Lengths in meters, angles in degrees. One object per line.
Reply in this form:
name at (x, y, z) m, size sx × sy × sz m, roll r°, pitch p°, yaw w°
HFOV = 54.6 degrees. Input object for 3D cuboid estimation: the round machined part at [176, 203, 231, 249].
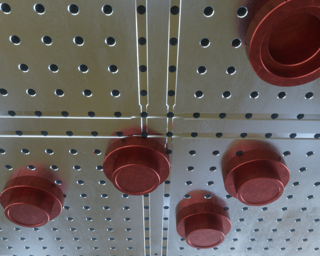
round machined part at (0.078, 0.180, 0.554) m, size 0.099 × 0.042 × 0.097 m, roll 0°, pitch 130°, yaw 0°

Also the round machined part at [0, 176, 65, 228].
round machined part at (-0.211, 0.126, 0.506) m, size 0.099 × 0.042 × 0.097 m, roll 0°, pitch 130°, yaw 0°

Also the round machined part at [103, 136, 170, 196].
round machined part at (-0.034, 0.061, 0.452) m, size 0.099 × 0.042 × 0.097 m, roll 0°, pitch 130°, yaw 0°

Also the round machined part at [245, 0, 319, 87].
round machined part at (0.137, -0.095, 0.321) m, size 0.099 × 0.042 × 0.097 m, roll 0°, pitch 130°, yaw 0°

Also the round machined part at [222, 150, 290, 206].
round machined part at (0.147, 0.082, 0.471) m, size 0.099 × 0.042 × 0.097 m, roll 0°, pitch 130°, yaw 0°
